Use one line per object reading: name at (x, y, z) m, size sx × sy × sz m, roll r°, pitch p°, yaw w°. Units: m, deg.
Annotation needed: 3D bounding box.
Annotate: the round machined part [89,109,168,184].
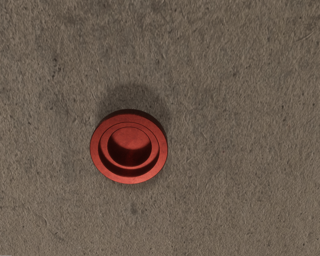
round machined part at (-0.039, 0.021, 0.408) m, size 0.099 × 0.042 × 0.097 m, roll 0°, pitch 110°, yaw -1°
